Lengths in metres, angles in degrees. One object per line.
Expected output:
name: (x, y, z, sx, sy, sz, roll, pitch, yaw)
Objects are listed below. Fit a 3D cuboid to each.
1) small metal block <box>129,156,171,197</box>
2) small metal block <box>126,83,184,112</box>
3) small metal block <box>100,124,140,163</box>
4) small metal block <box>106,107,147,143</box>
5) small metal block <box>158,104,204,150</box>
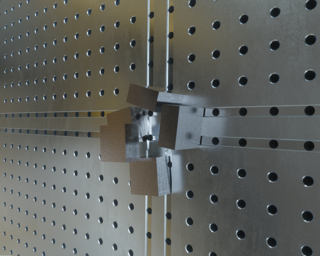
small metal block: (-0.014, 0.065, 0.422, 0.050, 0.025, 0.050, -6, 86, 40)
small metal block: (-0.006, -0.038, 0.399, 0.050, 0.050, 0.025, 22, 104, 38)
small metal block: (-0.056, 0.021, 0.424, 0.050, 0.025, 0.050, -3, 88, 40)
small metal block: (-0.049, -0.001, 0.451, 0.050, 0.025, 0.050, -13, 82, 39)
small metal block: (0.026, -0.002, 0.373, 0.025, 0.050, 0.050, 10, 97, 40)
